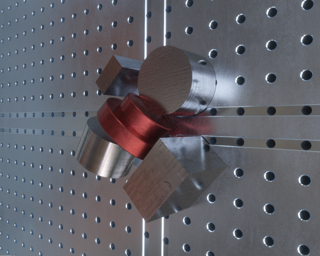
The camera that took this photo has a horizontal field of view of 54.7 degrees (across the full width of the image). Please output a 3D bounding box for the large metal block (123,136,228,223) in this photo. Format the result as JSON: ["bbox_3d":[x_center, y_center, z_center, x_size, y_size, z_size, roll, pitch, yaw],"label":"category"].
[{"bbox_3d":[0.018,0.056,0.357,0.050,0.081,0.080,51,120,27],"label":"large metal block"}]

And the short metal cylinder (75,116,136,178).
[{"bbox_3d":[-0.070,0.025,0.428,0.080,0.081,0.050,38,113,33],"label":"short metal cylinder"}]

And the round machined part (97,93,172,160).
[{"bbox_3d":[-0.024,-0.006,0.380,0.042,0.098,0.098,-49,61,14],"label":"round machined part"}]

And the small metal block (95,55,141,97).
[{"bbox_3d":[-0.053,-0.071,0.434,0.050,0.050,0.025,-49,61,28],"label":"small metal block"}]

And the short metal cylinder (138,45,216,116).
[{"bbox_3d":[0.020,-0.055,0.375,0.080,0.050,0.079,0,90,39],"label":"short metal cylinder"}]
